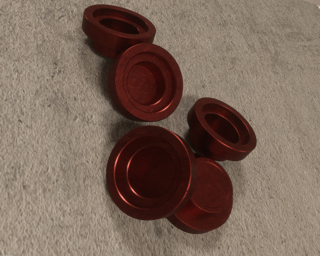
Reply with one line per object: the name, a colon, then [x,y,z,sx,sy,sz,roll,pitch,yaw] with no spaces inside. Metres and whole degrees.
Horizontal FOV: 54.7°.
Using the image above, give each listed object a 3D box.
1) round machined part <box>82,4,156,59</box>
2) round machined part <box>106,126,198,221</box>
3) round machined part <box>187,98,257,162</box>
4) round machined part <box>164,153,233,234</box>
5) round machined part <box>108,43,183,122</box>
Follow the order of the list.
round machined part: [-0.058,-0.130,0.429,0.099,0.042,0.098,13,38,-11]
round machined part: [-0.006,0.049,0.338,0.042,0.098,0.098,26,39,-63]
round machined part: [0.079,0.007,0.423,0.099,0.042,0.098,22,38,-18]
round machined part: [0.048,0.074,0.375,0.099,0.042,0.098,14,56,-21]
round machined part: [-0.022,-0.056,0.400,0.099,0.042,0.097,0,90,-32]
